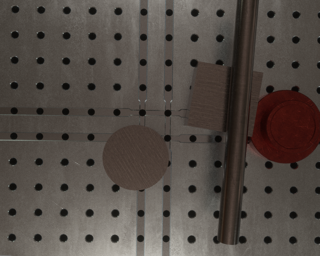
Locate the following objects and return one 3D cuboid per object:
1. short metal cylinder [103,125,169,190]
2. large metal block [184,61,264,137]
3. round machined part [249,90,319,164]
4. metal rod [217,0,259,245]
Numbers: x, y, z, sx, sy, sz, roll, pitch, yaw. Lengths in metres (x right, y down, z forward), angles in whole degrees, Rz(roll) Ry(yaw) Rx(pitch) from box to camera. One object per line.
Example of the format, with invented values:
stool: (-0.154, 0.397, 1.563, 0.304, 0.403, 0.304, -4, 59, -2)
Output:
short metal cylinder: (-0.030, 0.036, 0.401, 0.081, 0.050, 0.079, 0, 90, -1)
large metal block: (0.080, -0.035, 0.402, 0.080, 0.050, 0.080, 10, 90, -1)
round machined part: (0.166, -0.002, 0.407, 0.099, 0.042, 0.097, 0, 90, -1)
metal rod: (0.092, -0.016, 0.364, 0.025, 0.025, 0.298, 5, 90, -1)
